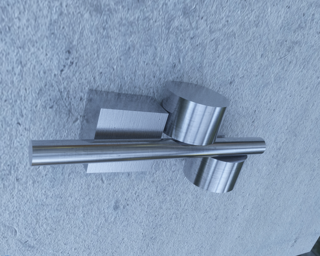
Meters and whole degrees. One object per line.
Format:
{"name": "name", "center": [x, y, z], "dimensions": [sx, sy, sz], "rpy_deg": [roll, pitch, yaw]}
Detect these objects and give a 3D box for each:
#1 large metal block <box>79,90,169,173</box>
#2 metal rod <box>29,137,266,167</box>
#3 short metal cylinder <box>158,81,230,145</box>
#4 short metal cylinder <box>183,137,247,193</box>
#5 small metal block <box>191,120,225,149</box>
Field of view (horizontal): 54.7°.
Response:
{"name": "large metal block", "center": [-0.046, 0.005, 0.367], "dimensions": [0.081, 0.050, 0.079], "rpy_deg": [3, 117, -30]}
{"name": "metal rod", "center": [0.010, 0.024, 0.364], "dimensions": [0.303, 0.025, 0.025], "rpy_deg": [0, 118, -30]}
{"name": "short metal cylinder", "center": [0.039, -0.020, 0.384], "dimensions": [0.081, 0.080, 0.050], "rpy_deg": [2, 118, -30]}
{"name": "short metal cylinder", "center": [0.078, 0.048, 0.447], "dimensions": [0.081, 0.080, 0.050], "rpy_deg": [0, 119, -29]}
{"name": "small metal block", "center": [0.051, 0.008, 0.425], "dimensions": [0.050, 0.050, 0.025], "rpy_deg": [1, 118, -29]}
